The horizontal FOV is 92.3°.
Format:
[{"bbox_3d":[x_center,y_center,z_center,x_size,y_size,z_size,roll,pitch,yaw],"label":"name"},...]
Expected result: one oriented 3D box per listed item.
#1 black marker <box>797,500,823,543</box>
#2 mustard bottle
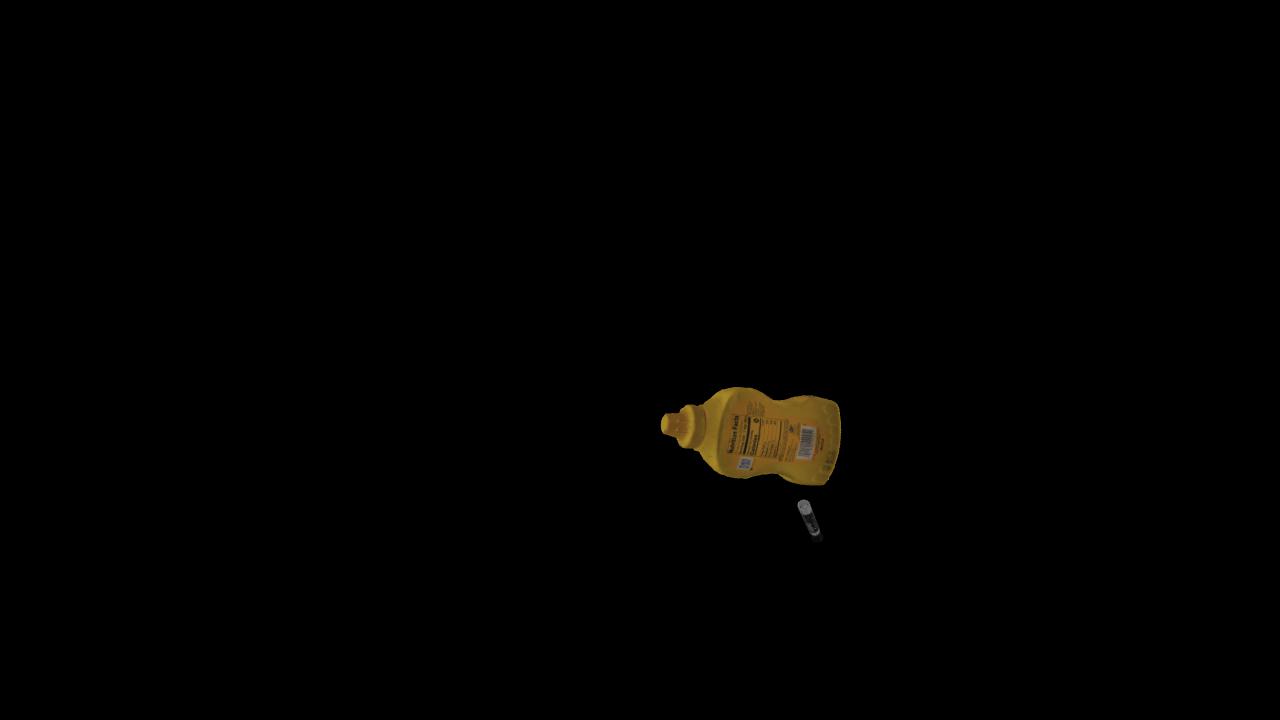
[{"bbox_3d":[0.265,0.252,0.954,0.020,0.020,0.121,0,-38,28],"label":"black marker"},{"bbox_3d":[0.107,0.072,0.606,0.184,0.092,0.054,8,7,-19],"label":"mustard bottle"}]
